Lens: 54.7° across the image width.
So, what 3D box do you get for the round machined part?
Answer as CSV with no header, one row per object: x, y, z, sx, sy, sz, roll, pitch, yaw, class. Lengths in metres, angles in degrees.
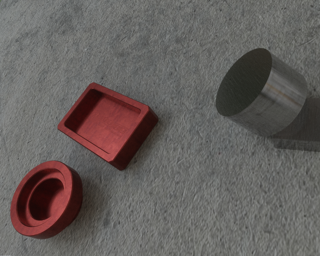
-0.142,0.096,0.407,0.098,0.042,0.098,-13,56,20,round machined part

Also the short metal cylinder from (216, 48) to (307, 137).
0.106,-0.037,0.331,0.080,0.050,0.080,-48,26,33,short metal cylinder

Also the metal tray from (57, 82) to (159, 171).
-0.077,-0.007,0.443,0.130,0.030,0.090,26,75,36,metal tray

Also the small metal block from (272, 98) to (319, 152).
0.150,-0.004,0.327,0.050,0.025,0.050,4,63,29,small metal block
